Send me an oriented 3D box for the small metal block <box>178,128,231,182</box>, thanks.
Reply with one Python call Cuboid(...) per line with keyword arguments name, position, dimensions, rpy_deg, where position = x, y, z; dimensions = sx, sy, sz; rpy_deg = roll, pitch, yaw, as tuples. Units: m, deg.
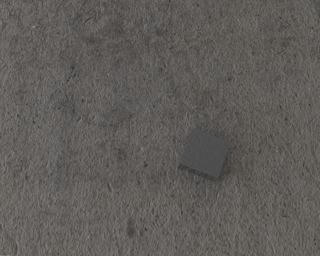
Cuboid(name="small metal block", position=(0.056, 0.034, 0.396), dimensions=(0.050, 0.025, 0.050), rpy_deg=(21, 71, 7))
